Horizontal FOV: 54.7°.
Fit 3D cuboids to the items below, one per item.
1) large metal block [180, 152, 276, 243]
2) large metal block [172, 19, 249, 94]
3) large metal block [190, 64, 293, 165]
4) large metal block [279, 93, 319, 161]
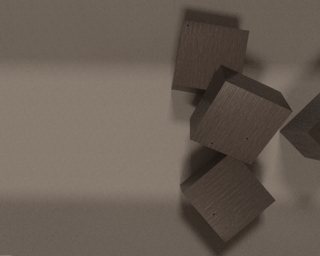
[{"bbox_3d":[0.084,0.083,0.400,0.080,0.050,0.080,-40,91,0],"label":"large metal block"},{"bbox_3d":[0.062,-0.085,0.400,0.080,0.050,0.080,10,90,-1],"label":"large metal block"},{"bbox_3d":[0.089,-0.015,0.361,0.080,0.050,0.079,23,120,-9],"label":"large metal block"},{"bbox_3d":[0.211,-0.005,0.387,0.080,0.080,0.050,-44,91,0],"label":"large metal block"}]
